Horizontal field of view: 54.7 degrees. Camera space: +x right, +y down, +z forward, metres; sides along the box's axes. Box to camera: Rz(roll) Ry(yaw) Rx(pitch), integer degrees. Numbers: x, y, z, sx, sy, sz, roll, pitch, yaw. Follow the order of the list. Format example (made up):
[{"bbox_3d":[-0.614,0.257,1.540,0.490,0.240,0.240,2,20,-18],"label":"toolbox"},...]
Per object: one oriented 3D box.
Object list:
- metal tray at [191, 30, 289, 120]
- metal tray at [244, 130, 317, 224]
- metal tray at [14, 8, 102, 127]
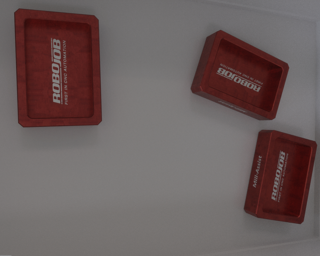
[{"bbox_3d":[0.118,-0.073,0.451,0.131,0.030,0.090,20,84,-19],"label":"metal tray"},{"bbox_3d":[0.186,0.075,0.476,0.091,0.030,0.129,14,85,-20],"label":"metal tray"},{"bbox_3d":[-0.118,-0.067,0.364,0.091,0.030,0.129,-2,91,-20],"label":"metal tray"}]
